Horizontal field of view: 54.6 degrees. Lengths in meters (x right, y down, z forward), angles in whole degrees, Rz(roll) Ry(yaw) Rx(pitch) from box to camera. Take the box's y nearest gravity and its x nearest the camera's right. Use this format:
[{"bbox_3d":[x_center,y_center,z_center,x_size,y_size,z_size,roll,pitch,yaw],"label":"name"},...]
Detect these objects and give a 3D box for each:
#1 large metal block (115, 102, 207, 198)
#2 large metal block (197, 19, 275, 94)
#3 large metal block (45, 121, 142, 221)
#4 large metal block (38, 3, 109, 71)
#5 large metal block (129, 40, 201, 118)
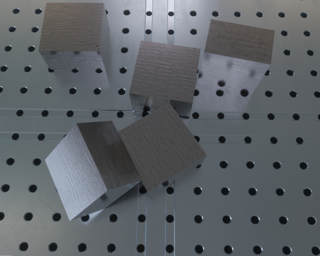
[{"bbox_3d":[-0.001,0.028,0.388,0.080,0.050,0.080,-31,73,-11],"label":"large metal block"},{"bbox_3d":[0.098,-0.093,0.417,0.080,0.080,0.050,12,71,4],"label":"large metal block"},{"bbox_3d":[-0.079,0.048,0.358,0.050,0.080,0.080,-6,62,-51],"label":"large metal block"},{"bbox_3d":[-0.120,-0.130,0.446,0.080,0.050,0.080,0,70,0],"label":"large metal block"},{"bbox_3d":[0.008,-0.066,0.423,0.080,0.050,0.080,9,70,3],"label":"large metal block"}]
